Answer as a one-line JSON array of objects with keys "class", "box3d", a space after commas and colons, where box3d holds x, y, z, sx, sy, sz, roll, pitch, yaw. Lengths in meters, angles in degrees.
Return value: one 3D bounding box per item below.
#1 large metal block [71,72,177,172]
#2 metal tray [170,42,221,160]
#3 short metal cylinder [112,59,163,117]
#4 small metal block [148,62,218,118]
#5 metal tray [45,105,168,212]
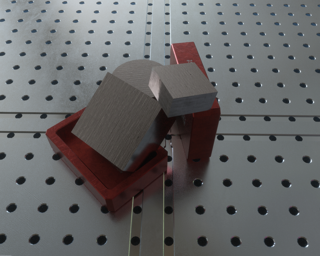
[{"class": "large metal block", "box3d": [-0.039, -0.005, 0.355, 0.080, 0.050, 0.080, 32, 92, 23]}, {"class": "metal tray", "box3d": [0.039, -0.036, 0.396, 0.030, 0.089, 0.130, -7, 51, -6]}, {"class": "short metal cylinder", "box3d": [-0.026, -0.051, 0.434, 0.081, 0.050, 0.080, 0, 50, 0]}, {"class": "small metal block", "box3d": [0.023, -0.041, 0.320, 0.050, 0.025, 0.050, -11, 51, -24]}, {"class": "metal tray", "box3d": [-0.065, 0.026, 0.380, 0.091, 0.030, 0.130, -36, 59, -27]}]
